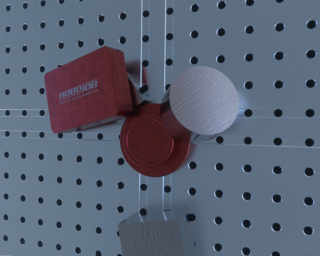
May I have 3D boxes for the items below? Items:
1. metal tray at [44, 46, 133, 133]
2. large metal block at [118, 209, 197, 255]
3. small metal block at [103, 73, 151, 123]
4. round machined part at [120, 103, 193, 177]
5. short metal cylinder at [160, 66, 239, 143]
[{"bbox_3d":[-0.102,-0.048,0.426,0.130,0.030,0.089,-13,83,33],"label":"metal tray"},{"bbox_3d":[-0.001,0.154,0.399,0.080,0.050,0.080,-10,87,19],"label":"large metal block"},{"bbox_3d":[-0.049,-0.042,0.429,0.050,0.025,0.050,-38,78,15],"label":"small metal block"},{"bbox_3d":[-0.009,0.016,0.406,0.098,0.042,0.097,0,90,19],"label":"round machined part"},{"bbox_3d":[0.044,-0.026,0.364,0.081,0.050,0.080,3,76,-12],"label":"short metal cylinder"}]
